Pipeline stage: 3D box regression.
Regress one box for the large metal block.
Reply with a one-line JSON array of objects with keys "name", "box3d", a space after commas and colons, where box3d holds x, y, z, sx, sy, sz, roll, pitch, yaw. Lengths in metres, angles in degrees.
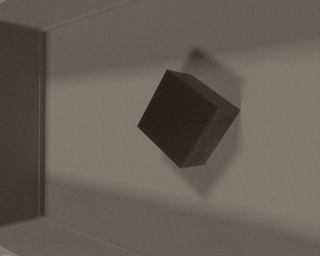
[{"name": "large metal block", "box3d": [0.031, -0.011, 0.363, 0.080, 0.050, 0.080, 43, 116, 31]}]
